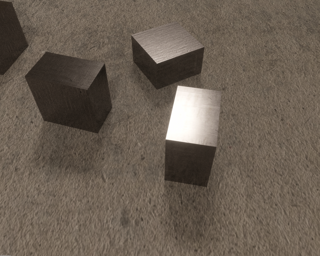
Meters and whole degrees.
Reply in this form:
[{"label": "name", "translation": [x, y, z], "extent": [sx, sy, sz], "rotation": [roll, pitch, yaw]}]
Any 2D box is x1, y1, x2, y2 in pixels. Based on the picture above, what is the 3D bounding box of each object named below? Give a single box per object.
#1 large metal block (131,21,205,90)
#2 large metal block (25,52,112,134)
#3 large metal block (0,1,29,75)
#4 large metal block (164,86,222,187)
[{"label": "large metal block", "translation": [0.011, -0.115, 0.484], "extent": [0.081, 0.050, 0.080], "rotation": [-24, 54, -19]}, {"label": "large metal block", "translation": [-0.114, -0.045, 0.404], "extent": [0.080, 0.080, 0.050], "rotation": [13, 51, 10]}, {"label": "large metal block", "translation": [-0.261, -0.142, 0.484], "extent": [0.050, 0.080, 0.080], "rotation": [10, 51, 8]}, {"label": "large metal block", "translation": [0.038, 0.010, 0.360], "extent": [0.050, 0.080, 0.080], "rotation": [8, 51, 7]}]
